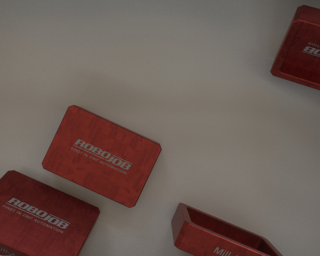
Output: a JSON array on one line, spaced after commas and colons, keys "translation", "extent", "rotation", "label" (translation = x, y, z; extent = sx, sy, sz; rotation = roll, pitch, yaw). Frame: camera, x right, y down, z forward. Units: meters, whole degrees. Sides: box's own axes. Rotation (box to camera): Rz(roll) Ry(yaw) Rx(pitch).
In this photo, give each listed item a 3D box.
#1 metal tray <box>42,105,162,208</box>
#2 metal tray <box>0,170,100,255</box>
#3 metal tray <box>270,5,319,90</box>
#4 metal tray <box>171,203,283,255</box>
[{"translation": [-0.074, 0.036, 0.408], "extent": [0.131, 0.030, 0.090], "rotation": [25, 90, -1], "label": "metal tray"}, {"translation": [-0.151, 0.114, 0.377], "extent": [0.131, 0.090, 0.030], "rotation": [24, 127, -1], "label": "metal tray"}, {"translation": [0.211, -0.083, 0.367], "extent": [0.130, 0.090, 0.030], "rotation": [21, 60, 12], "label": "metal tray"}, {"translation": [0.081, 0.140, 0.380], "extent": [0.131, 0.090, 0.030], "rotation": [23, 90, -1], "label": "metal tray"}]
